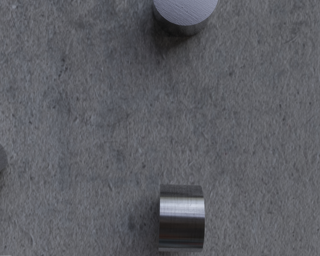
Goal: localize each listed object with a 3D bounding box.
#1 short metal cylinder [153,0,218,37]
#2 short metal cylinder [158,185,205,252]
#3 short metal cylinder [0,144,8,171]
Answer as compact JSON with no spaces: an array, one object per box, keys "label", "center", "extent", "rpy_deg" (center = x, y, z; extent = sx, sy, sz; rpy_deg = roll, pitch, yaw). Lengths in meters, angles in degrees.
[{"label":"short metal cylinder","center":[0.031,-0.163,0.398],"extent":[0.081,0.050,0.079],"rpy_deg":[0,90,-1]},{"label":"short metal cylinder","center":[0.024,0.111,0.383],"extent":[0.050,0.080,0.079],"rpy_deg":[2,90,0]},{"label":"short metal cylinder","center":[-0.238,0.034,0.379],"extent":[0.050,0.080,0.080],"rpy_deg":[-38,90,0]}]
